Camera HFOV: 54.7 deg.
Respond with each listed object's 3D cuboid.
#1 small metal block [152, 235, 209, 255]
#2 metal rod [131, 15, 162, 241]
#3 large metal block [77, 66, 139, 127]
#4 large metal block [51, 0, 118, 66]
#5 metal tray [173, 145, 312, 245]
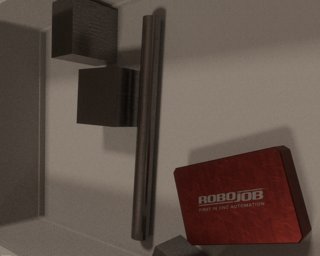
[{"bbox_3d":[0.025,0.158,0.368,0.050,0.050,0.025,27,107,36],"label":"small metal block"},{"bbox_3d":[-0.019,0.002,0.420,0.025,0.025,0.298,5,93,39],"label":"metal rod"},{"bbox_3d":[-0.074,-0.044,0.449,0.080,0.050,0.079,5,93,39],"label":"large metal block"},{"bbox_3d":[-0.110,-0.140,0.459,0.050,0.081,0.079,2,91,40],"label":"large metal block"},{"bbox_3d":[0.082,0.076,0.335,0.130,0.030,0.090,-19,78,38],"label":"metal tray"}]
